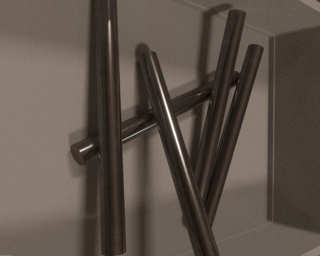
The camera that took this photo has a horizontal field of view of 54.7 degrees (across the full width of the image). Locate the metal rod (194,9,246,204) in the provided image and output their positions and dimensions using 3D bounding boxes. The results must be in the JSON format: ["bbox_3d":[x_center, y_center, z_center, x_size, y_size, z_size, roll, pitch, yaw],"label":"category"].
[{"bbox_3d":[0.080,-0.020,0.448,0.025,0.025,0.298,11,91,-40],"label":"metal rod"}]

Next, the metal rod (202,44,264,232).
[{"bbox_3d":[0.108,0.012,0.479,0.025,0.025,0.299,23,82,-38],"label":"metal rod"}]

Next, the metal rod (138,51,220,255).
[{"bbox_3d":[0.024,0.045,0.351,0.025,0.025,0.299,0,66,-40],"label":"metal rod"}]

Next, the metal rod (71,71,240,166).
[{"bbox_3d":[0.018,-0.027,0.423,0.302,0.025,0.025,-28,108,-37],"label":"metal rod"}]

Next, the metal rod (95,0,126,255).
[{"bbox_3d":[-0.055,-0.021,0.335,0.025,0.025,0.298,4,80,-40],"label":"metal rod"}]
